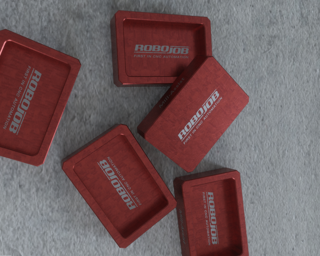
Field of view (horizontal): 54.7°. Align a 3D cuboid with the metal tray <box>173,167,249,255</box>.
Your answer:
[{"bbox_3d":[0.072,0.128,0.434,0.091,0.030,0.129,-8,93,-20],"label":"metal tray"}]

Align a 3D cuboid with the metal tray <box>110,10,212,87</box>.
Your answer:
[{"bbox_3d":[0.004,-0.101,0.408,0.131,0.030,0.089,-4,91,-20],"label":"metal tray"}]

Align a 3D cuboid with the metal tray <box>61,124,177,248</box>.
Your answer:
[{"bbox_3d":[-0.049,0.071,0.388,0.090,0.030,0.130,-36,102,-17],"label":"metal tray"}]

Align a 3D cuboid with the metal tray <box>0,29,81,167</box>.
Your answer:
[{"bbox_3d":[-0.155,-0.032,0.349,0.091,0.030,0.129,21,83,-19],"label":"metal tray"}]

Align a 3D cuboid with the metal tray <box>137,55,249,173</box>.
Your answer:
[{"bbox_3d":[0.045,-0.018,0.403,0.090,0.030,0.130,41,87,-28],"label":"metal tray"}]
